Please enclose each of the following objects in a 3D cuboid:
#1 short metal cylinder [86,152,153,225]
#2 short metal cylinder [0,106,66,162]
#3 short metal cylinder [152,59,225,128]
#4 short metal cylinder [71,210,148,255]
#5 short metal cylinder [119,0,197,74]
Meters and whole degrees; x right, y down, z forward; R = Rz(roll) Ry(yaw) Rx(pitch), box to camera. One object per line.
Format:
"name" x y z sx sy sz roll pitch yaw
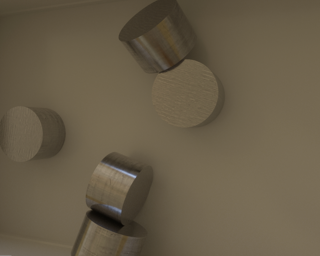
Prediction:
"short metal cylinder" -0.050 0.077 0.399 0.050 0.080 0.080 20 97 19
"short metal cylinder" -0.191 0.009 0.465 0.080 0.050 0.080 0 90 20
"short metal cylinder" 0.036 -0.040 0.384 0.080 0.050 0.080 0 90 20
"short metal cylinder" -0.062 0.141 0.383 0.080 0.080 0.050 19 87 19
"short metal cylinder" -0.003 -0.112 0.376 0.080 0.050 0.080 -25 37 21
